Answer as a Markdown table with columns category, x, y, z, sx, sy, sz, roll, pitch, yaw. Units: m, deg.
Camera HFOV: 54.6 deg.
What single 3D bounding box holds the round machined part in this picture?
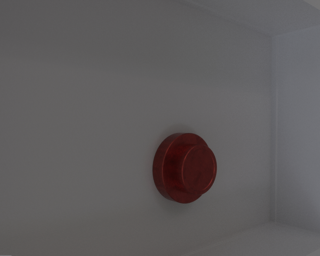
| category | x | y | z | sx | sy | sz | roll | pitch | yaw |
| --- | --- | --- | --- | --- | --- | --- | --- | --- | --- |
| round machined part | 0.041 | 0.056 | 0.429 | 0.099 | 0.042 | 0.097 | 0 | 90 | -40 |
